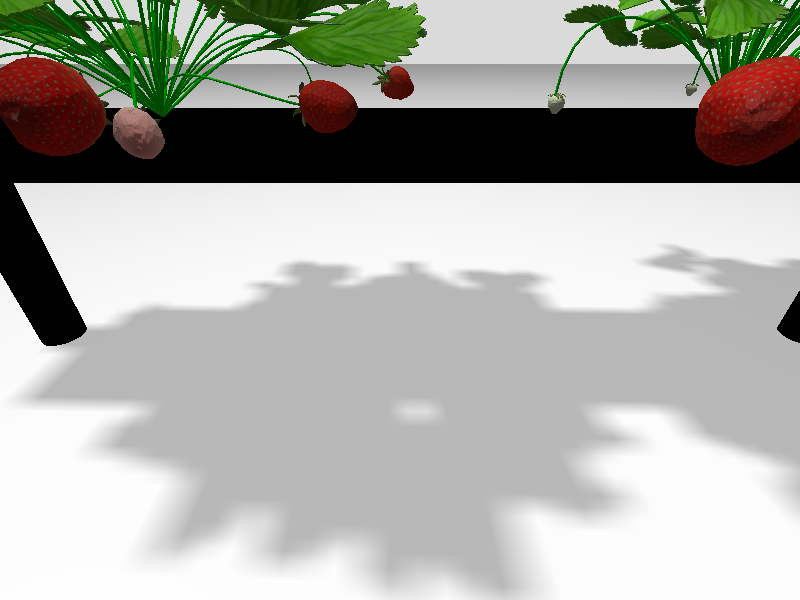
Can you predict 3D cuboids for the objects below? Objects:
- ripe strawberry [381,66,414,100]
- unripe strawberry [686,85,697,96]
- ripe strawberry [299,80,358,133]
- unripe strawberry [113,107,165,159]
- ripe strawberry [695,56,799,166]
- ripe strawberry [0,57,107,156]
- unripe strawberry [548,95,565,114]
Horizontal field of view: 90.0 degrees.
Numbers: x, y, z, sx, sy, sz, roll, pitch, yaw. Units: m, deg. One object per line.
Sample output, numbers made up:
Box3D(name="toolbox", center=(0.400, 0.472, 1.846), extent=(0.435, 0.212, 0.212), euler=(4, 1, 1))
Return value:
Box3D(name="ripe strawberry", center=(-0.001, -0.224, 0.416), extent=(0.035, 0.030, 0.035), euler=(2, 25, -38))
Box3D(name="unripe strawberry", center=(0.313, -0.225, 0.430), extent=(0.010, 0.011, 0.011), euler=(12, 34, 18))
Box3D(name="ripe strawberry", center=(-0.042, -0.117, 0.242), extent=(0.034, 0.029, 0.034), euler=(17, 36, 24))
Box3D(name="unripe strawberry", center=(-0.120, -0.075, 0.184), extent=(0.020, 0.021, 0.022), euler=(-13, -38, -21))
Box3D(name="ripe strawberry", center=(0.155, -0.081, 0.176), extent=(0.042, 0.044, 0.046), euler=(19, 37, 28))
Box3D(name="ripe strawberry", center=(-0.173, -0.093, 0.196), extent=(0.042, 0.045, 0.045), euler=(-4, 33, -6))
Box3D(name="unripe strawberry", center=(0.103, -0.130, 0.266), extent=(0.010, 0.011, 0.011), euler=(-11, 33, -16))
